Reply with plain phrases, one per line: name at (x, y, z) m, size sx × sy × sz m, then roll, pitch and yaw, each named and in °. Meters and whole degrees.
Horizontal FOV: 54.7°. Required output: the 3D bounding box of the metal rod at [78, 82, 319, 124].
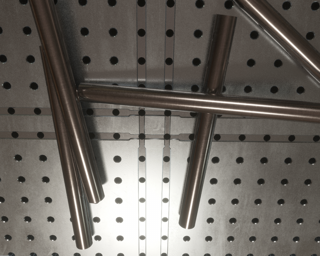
metal rod at (0.049, -0.031, 0.377) m, size 0.302 × 0.025 × 0.025 m, roll 6°, pitch 110°, yaw 7°

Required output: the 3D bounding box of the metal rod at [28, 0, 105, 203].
metal rod at (-0.112, -0.035, 0.378) m, size 0.025 × 0.025 × 0.298 m, roll -8°, pitch 115°, yaw 2°

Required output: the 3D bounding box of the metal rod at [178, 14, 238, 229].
metal rod at (0.060, 0.006, 0.416) m, size 0.025 × 0.025 × 0.298 m, roll 7°, pitch 110°, yaw -3°

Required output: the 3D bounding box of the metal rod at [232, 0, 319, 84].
metal rod at (0.108, -0.145, 0.361) m, size 0.301 × 0.025 × 0.025 m, roll 37°, pitch 106°, yaw -13°

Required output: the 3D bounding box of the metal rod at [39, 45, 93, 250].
metal rod at (-0.125, 0.039, 0.426) m, size 0.025 × 0.025 × 0.298 m, roll -3°, pitch 110°, yaw 1°
